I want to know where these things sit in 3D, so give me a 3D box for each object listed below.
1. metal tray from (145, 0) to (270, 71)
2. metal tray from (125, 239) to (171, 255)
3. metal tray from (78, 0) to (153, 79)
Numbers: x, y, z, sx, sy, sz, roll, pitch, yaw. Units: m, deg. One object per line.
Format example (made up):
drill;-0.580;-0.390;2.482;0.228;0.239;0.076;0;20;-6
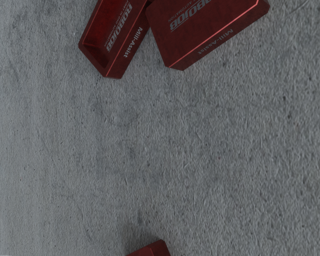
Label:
metal tray;0.048;-0.138;0.362;0.130;0.030;0.090;-30;71;36
metal tray;-0.008;0.226;0.408;0.090;0.030;0.130;-38;67;33
metal tray;-0.064;-0.149;0.454;0.090;0.030;0.129;49;119;29
